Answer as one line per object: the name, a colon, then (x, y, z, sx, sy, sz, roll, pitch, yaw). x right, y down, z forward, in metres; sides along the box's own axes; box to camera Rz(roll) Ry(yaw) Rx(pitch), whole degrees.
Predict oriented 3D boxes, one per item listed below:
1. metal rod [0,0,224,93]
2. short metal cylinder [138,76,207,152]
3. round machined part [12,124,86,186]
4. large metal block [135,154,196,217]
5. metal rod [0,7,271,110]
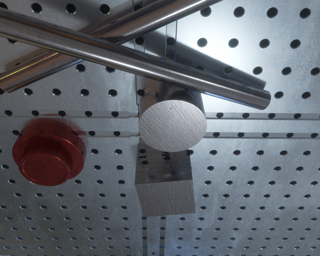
metal rod: (-0.044, -0.100, 0.325, 0.301, 0.025, 0.025, -19, 128, 15)
short metal cylinder: (0.015, -0.016, 0.382, 0.081, 0.050, 0.079, -1, 130, 0)
round machined part: (-0.157, 0.045, 0.436, 0.099, 0.042, 0.097, -1, 130, 0)
large metal block: (0.010, 0.088, 0.471, 0.080, 0.050, 0.080, -6, 130, 4)
metal rod: (-0.008, -0.065, 0.331, 0.302, 0.025, 0.025, 13, 129, -21)
